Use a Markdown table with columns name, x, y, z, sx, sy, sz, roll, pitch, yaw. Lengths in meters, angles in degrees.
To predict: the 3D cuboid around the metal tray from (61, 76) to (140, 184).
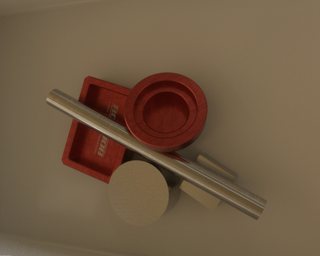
| name | x | y | z | sx | sy | sz | roll | pitch | yaw |
| --- | --- | --- | --- | --- | --- | --- | --- | --- | --- |
| metal tray | -0.076 | 0.002 | 0.431 | 0.090 | 0.030 | 0.129 | 20 | 96 | 18 |

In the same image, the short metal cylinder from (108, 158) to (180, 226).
| name | x | y | z | sx | sy | sz | roll | pitch | yaw |
| --- | --- | --- | --- | --- | --- | --- | --- | --- | --- |
| short metal cylinder | -0.019 | 0.079 | 0.401 | 0.080 | 0.050 | 0.079 | 0 | 90 | 19 |

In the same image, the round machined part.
| name | x | y | z | sx | sy | sz | roll | pitch | yaw |
| --- | --- | --- | --- | --- | --- | --- | --- | --- | --- |
| round machined part | 0.008 | -0.016 | 0.383 | 0.099 | 0.042 | 0.098 | -2 | 68 | 5 |

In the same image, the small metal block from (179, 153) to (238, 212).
| name | x | y | z | sx | sy | sz | roll | pitch | yaw |
| --- | --- | --- | --- | --- | --- | --- | --- | --- | --- |
| small metal block | 0.060 | 0.066 | 0.387 | 0.050 | 0.025 | 0.050 | 33 | 100 | 16 |

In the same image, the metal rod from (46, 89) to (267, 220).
| name | x | y | z | sx | sy | sz | roll | pitch | yaw |
| --- | --- | --- | --- | --- | --- | --- | --- | --- | --- |
| metal rod | -0.016 | 0.025 | 0.383 | 0.301 | 0.025 | 0.025 | 27 | 99 | 15 |
